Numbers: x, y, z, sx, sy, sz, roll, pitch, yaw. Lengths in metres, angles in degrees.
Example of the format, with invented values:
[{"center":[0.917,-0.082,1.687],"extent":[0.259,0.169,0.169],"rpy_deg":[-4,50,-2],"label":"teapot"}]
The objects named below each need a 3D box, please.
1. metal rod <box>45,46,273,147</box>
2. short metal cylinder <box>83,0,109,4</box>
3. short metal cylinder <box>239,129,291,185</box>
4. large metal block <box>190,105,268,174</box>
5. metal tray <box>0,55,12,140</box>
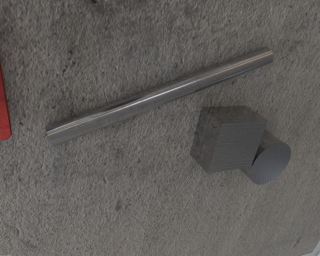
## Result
[{"center":[0.012,-0.045,0.385],"extent":[0.302,0.025,0.025],"rpy_deg":[-22,127,-15],"label":"metal rod"},{"center":[-0.041,-0.147,0.258],"extent":[0.080,0.080,0.050],"rpy_deg":[-32,129,-8],"label":"short metal cylinder"},{"center":[0.165,0.046,0.509],"extent":[0.081,0.050,0.079],"rpy_deg":[-14,124,-21],"label":"short metal cylinder"},{"center":[0.099,0.015,0.454],"extent":[0.081,0.050,0.079],"rpy_deg":[-4,120,-27],"label":"large metal block"},{"center":[-0.189,-0.046,0.272],"extent":[0.091,0.030,0.129],"rpy_deg":[-8,122,-24],"label":"metal tray"}]
